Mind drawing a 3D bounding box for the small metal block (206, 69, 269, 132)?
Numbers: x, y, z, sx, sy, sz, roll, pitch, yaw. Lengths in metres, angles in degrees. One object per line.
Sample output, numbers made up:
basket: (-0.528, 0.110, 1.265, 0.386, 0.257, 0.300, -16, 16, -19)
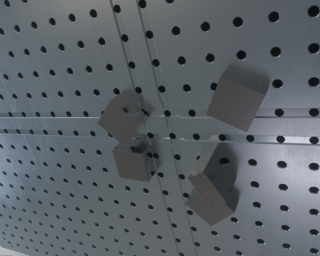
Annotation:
small metal block: (0.086, -0.031, 0.347, 0.050, 0.025, 0.050, 25, 127, 12)

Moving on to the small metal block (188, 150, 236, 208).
small metal block: (0.068, 0.065, 0.399, 0.025, 0.050, 0.050, -30, 102, 38)

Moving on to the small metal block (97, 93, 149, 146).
small metal block: (-0.053, -0.012, 0.433, 0.050, 0.025, 0.050, 40, 129, 1)

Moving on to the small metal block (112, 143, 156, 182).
small metal block: (-0.038, 0.050, 0.463, 0.050, 0.025, 0.050, 4, 120, 26)

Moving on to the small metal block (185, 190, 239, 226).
small metal block: (0.073, 0.104, 0.438, 0.050, 0.025, 0.050, 42, 129, -1)
